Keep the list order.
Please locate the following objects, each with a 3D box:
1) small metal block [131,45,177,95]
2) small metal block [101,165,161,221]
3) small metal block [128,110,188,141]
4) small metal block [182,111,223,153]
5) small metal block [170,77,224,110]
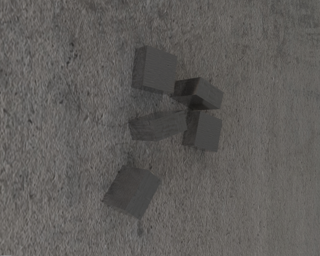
[{"bbox_3d":[-0.007,-0.073,0.398,0.050,0.025,0.050,9,84,-40],"label":"small metal block"},{"bbox_3d":[-0.034,0.074,0.360,0.025,0.050,0.050,44,64,-31],"label":"small metal block"},{"bbox_3d":[-0.003,-0.003,0.385,0.050,0.050,0.025,-19,103,-38],"label":"small metal block"},{"bbox_3d":[0.063,0.006,0.457,0.050,0.025,0.050,18,79,-39],"label":"small metal block"},{"bbox_3d":[0.051,-0.046,0.431,0.050,0.050,0.025,25,75,-37],"label":"small metal block"}]
